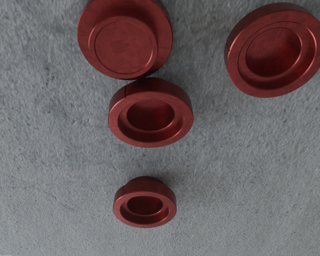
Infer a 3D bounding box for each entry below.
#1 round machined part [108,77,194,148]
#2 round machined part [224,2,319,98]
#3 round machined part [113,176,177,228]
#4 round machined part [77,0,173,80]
[{"bbox_3d":[-0.011,-0.022,0.371,0.099,0.042,0.097,-2,139,-2],"label":"round machined part"},{"bbox_3d":[0.117,-0.083,0.327,0.099,0.042,0.097,-1,130,0],"label":"round machined part"},{"bbox_3d":[-0.024,0.114,0.493,0.099,0.042,0.097,-1,130,0],"label":"round machined part"},{"bbox_3d":[-0.036,-0.090,0.319,0.099,0.042,0.097,-1,130,0],"label":"round machined part"}]
